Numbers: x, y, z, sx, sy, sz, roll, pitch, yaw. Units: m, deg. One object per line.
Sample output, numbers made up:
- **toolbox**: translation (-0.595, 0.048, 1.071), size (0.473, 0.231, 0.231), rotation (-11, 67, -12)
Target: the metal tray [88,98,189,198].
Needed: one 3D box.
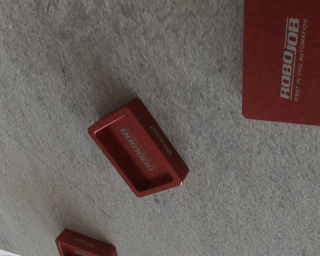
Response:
- **metal tray**: translation (-0.031, 0.032, 0.438), size (0.090, 0.030, 0.130), rotation (-26, 105, 36)

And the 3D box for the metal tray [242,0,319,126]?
- **metal tray**: translation (0.127, -0.068, 0.294), size (0.090, 0.030, 0.129), rotation (7, 122, 24)

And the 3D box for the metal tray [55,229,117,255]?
- **metal tray**: translation (-0.150, 0.269, 0.645), size (0.130, 0.030, 0.089), rotation (10, 123, 22)
